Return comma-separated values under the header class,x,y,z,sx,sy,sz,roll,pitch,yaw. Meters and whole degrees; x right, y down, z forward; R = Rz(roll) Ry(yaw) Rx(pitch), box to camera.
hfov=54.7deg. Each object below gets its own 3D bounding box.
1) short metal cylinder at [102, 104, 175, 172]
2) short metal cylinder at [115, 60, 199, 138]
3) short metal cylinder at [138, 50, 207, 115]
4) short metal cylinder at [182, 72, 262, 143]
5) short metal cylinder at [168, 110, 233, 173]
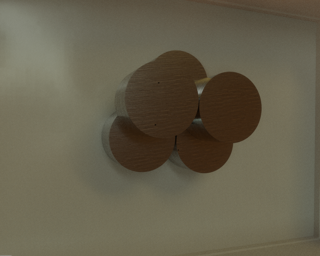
class,x,y,z,sx,sy,sz,roll,pitch,yaw
short metal cylinder,-0.028,0.012,0.385,0.081,0.050,0.080,0,90,-20
short metal cylinder,-0.005,-0.030,0.340,0.081,0.050,0.080,0,90,-20
short metal cylinder,0.014,-0.055,0.401,0.081,0.050,0.080,0,90,-20
short metal cylinder,0.071,-0.023,0.367,0.081,0.050,0.080,0,90,-20
short metal cylinder,0.049,0.017,0.413,0.081,0.050,0.080,0,90,-20
